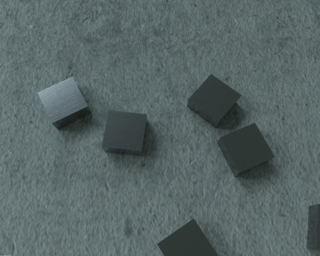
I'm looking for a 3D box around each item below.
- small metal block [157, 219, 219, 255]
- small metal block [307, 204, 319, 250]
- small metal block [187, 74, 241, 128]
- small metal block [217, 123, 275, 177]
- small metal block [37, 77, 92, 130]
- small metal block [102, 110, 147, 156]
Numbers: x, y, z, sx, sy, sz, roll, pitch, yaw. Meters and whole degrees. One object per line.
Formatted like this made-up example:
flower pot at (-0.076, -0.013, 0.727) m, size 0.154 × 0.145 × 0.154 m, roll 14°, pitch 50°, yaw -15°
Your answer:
small metal block at (0.031, 0.141, 0.357) m, size 0.050 × 0.025 × 0.050 m, roll -32°, pitch 73°, yaw -11°
small metal block at (0.206, 0.122, 0.366) m, size 0.050 × 0.025 × 0.050 m, roll 12°, pitch 70°, yaw 4°
small metal block at (0.073, -0.037, 0.423) m, size 0.050 × 0.025 × 0.050 m, roll 38°, pitch 74°, yaw 12°
small metal block at (0.109, 0.028, 0.399) m, size 0.050 × 0.025 × 0.050 m, roll -22°, pitch 72°, yaw -8°
small metal block at (-0.128, -0.033, 0.419) m, size 0.050 × 0.025 × 0.050 m, roll -27°, pitch 73°, yaw -10°
small metal block at (-0.045, 0.007, 0.405) m, size 0.050 × 0.025 × 0.050 m, roll 6°, pitch 70°, yaw 2°
